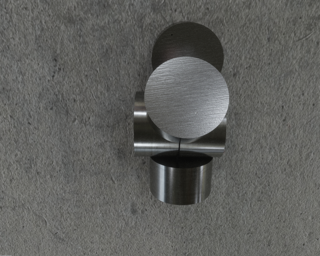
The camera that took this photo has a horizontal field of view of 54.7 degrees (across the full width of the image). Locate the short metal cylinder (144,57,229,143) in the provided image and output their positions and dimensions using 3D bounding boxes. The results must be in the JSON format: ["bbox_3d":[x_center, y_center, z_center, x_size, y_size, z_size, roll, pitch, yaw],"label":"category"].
[{"bbox_3d":[0.025,-0.026,0.318,0.081,0.050,0.080,0,82,-1],"label":"short metal cylinder"}]

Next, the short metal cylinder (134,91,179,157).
[{"bbox_3d":[-0.004,-0.005,0.380,0.050,0.080,0.079,1,110,-1],"label":"short metal cylinder"}]

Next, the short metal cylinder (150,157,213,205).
[{"bbox_3d":[0.027,0.056,0.403,0.081,0.080,0.050,0,110,-1],"label":"short metal cylinder"}]

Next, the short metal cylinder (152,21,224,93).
[{"bbox_3d":[0.031,-0.084,0.368,0.081,0.050,0.079,0,110,-1],"label":"short metal cylinder"}]

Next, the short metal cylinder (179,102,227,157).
[{"bbox_3d":[0.048,-0.004,0.380,0.050,0.080,0.079,0,110,0],"label":"short metal cylinder"}]
